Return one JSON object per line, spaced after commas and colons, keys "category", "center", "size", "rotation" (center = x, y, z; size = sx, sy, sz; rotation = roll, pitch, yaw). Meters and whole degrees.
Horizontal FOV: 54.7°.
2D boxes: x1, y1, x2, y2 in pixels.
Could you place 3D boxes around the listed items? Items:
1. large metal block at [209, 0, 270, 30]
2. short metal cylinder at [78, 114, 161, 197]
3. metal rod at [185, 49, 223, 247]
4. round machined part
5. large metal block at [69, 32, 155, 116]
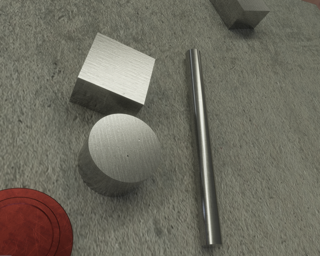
{"category": "large metal block", "center": [0.162, -0.250, 0.630], "size": [0.081, 0.050, 0.080], "rotation": [-14, 69, -34]}
{"category": "short metal cylinder", "center": [-0.046, 0.031, 0.345], "size": [0.081, 0.050, 0.080], "rotation": [14, 56, -21]}
{"category": "metal rod", "center": [0.057, 0.007, 0.431], "size": [0.025, 0.025, 0.299], "rotation": [13, 56, -22]}
{"category": "round machined part", "center": [-0.125, 0.098, 0.266], "size": [0.099, 0.042, 0.098], "rotation": [14, 56, -21]}
{"category": "large metal block", "center": [-0.059, -0.062, 0.395], "size": [0.080, 0.050, 0.080], "rotation": [22, 53, -15]}
